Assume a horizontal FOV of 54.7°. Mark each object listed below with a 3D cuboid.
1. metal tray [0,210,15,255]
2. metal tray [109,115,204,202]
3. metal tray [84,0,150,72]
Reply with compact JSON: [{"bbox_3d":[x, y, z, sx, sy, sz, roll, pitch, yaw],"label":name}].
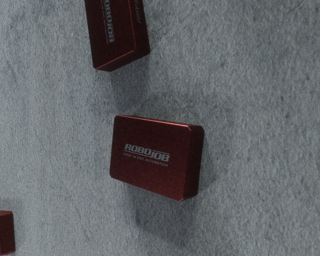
[{"bbox_3d":[-0.380,0.237,0.709,0.130,0.030,0.089,-11,83,39],"label":"metal tray"},{"bbox_3d":[-0.009,0.034,0.407,0.130,0.030,0.089,10,96,39],"label":"metal tray"},{"bbox_3d":[-0.066,-0.158,0.454,0.090,0.030,0.129,-14,81,38],"label":"metal tray"}]
